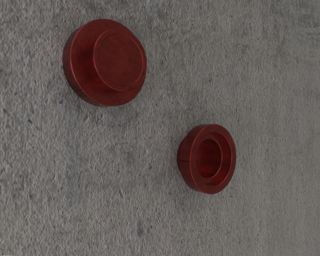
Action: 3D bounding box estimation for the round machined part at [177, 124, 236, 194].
[{"bbox_3d":[0.063,0.043,0.446,0.099,0.042,0.097,0,90,-40],"label":"round machined part"}]

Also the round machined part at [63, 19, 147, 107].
[{"bbox_3d":[-0.054,-0.073,0.348,0.099,0.042,0.097,0,90,-40],"label":"round machined part"}]
